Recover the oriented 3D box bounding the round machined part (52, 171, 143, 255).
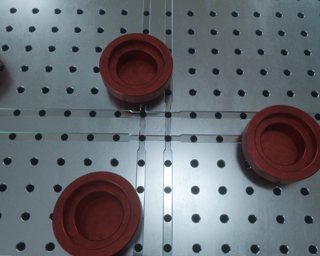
[{"bbox_3d":[-0.068,0.103,0.358,0.099,0.042,0.098,-2,61,4],"label":"round machined part"}]

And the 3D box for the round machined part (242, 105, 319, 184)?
[{"bbox_3d":[0.153,0.023,0.396,0.099,0.042,0.098,0,70,-1],"label":"round machined part"}]

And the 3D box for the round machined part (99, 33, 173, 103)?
[{"bbox_3d":[-0.032,-0.079,0.431,0.099,0.042,0.098,0,70,-1],"label":"round machined part"}]
